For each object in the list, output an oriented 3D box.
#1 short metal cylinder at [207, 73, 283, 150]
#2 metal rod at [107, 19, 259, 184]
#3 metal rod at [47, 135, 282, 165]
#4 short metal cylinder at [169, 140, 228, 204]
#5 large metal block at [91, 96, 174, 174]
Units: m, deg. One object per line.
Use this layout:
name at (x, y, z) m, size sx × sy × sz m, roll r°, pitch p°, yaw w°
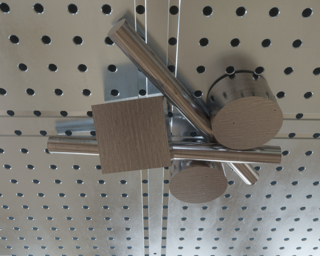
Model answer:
short metal cylinder at (0.100, -0.020, 0.375) m, size 0.081 × 0.050 × 0.079 m, roll 0°, pitch 130°, yaw 0°
metal rod at (0.047, -0.014, 0.396) m, size 0.025 × 0.025 × 0.300 m, roll -31°, pitch 124°, yaw 23°
metal rod at (0.002, 0.029, 0.409) m, size 0.302 × 0.025 × 0.025 m, roll 3°, pitch 131°, yaw 5°
short metal cylinder at (0.053, 0.064, 0.445) m, size 0.081 × 0.050 × 0.079 m, roll 0°, pitch 130°, yaw 0°
large metal block at (-0.030, 0.006, 0.372) m, size 0.080 × 0.050 × 0.079 m, roll -7°, pitch 95°, yaw 6°
